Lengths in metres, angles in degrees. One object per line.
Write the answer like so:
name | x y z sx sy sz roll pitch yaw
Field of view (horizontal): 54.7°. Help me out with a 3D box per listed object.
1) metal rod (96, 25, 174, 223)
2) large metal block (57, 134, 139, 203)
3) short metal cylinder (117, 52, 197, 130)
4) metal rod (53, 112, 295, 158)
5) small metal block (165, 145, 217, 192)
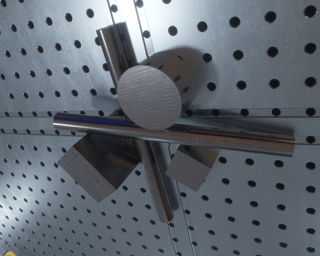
metal rod | -0.027 0.011 0.431 0.025 0.025 0.298 -2 118 29
large metal block | -0.082 0.045 0.443 0.080 0.080 0.050 46 129 -5
short metal cylinder | -0.003 -0.044 0.368 0.080 0.050 0.079 13 124 20
metal rod | 0.005 0.006 0.387 0.301 0.025 0.025 6 121 16
small metal block | 0.041 0.052 0.421 0.050 0.025 0.050 29 128 9
